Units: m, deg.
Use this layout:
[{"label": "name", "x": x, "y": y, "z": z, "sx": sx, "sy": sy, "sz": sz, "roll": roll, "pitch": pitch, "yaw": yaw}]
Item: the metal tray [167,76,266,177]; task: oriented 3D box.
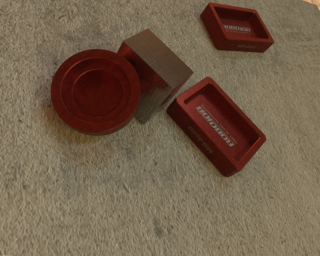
[{"label": "metal tray", "x": 0.084, "y": -0.005, "z": 0.450, "sx": 0.130, "sy": 0.030, "sz": 0.091, "roll": 48, "pitch": 51, "yaw": 5}]

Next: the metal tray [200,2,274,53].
[{"label": "metal tray", "x": 0.151, "y": -0.194, "z": 0.602, "sx": 0.131, "sy": 0.030, "sz": 0.090, "roll": -6, "pitch": 65, "yaw": -31}]

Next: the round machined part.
[{"label": "round machined part", "x": -0.072, "y": -0.038, "z": 0.362, "sx": 0.099, "sy": 0.042, "sz": 0.098, "roll": 1, "pitch": 78, "yaw": -3}]

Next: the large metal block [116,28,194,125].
[{"label": "large metal block", "x": -0.018, "y": -0.065, "z": 0.398, "sx": 0.080, "sy": 0.080, "sz": 0.050, "roll": 45, "pitch": 47, "yaw": 2}]
